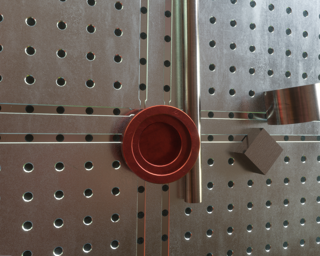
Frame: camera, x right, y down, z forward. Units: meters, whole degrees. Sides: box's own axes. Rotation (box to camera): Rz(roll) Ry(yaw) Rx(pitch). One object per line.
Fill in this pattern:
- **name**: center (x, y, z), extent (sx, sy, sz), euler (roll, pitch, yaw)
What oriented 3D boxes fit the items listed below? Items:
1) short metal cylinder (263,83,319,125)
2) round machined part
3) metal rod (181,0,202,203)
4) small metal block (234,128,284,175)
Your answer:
- **short metal cylinder**: center (0.198, -0.036, 0.459), extent (0.081, 0.080, 0.050), euler (-11, 94, -20)
- **round machined part**: center (-0.002, 0.020, 0.400), extent (0.099, 0.042, 0.097), euler (0, 91, -14)
- **metal rod**: center (0.044, -0.047, 0.429), extent (0.025, 0.025, 0.298), euler (-1, 91, -20)
- **small metal block**: center (0.150, 0.035, 0.470), extent (0.050, 0.025, 0.050), euler (44, 76, -15)
